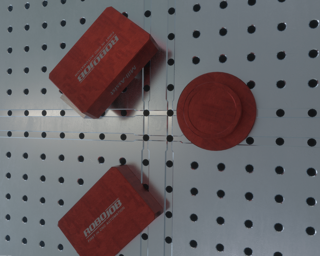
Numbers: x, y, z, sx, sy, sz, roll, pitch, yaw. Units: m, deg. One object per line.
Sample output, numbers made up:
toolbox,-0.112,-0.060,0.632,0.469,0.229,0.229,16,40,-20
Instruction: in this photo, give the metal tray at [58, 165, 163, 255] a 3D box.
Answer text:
metal tray,-0.072,0.126,0.435,0.130,0.030,0.090,-45,76,14

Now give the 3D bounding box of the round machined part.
round machined part,0.067,-0.020,0.380,0.098,0.042,0.097,0,90,20

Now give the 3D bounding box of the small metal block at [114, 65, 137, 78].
small metal block,-0.057,-0.099,0.433,0.050,0.025,0.050,10,93,19

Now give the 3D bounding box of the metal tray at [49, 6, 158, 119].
metal tray,-0.077,-0.088,0.416,0.090,0.030,0.130,42,92,25

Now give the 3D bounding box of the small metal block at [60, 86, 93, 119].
small metal block,-0.108,-0.048,0.451,0.050,0.025,0.050,39,102,15
